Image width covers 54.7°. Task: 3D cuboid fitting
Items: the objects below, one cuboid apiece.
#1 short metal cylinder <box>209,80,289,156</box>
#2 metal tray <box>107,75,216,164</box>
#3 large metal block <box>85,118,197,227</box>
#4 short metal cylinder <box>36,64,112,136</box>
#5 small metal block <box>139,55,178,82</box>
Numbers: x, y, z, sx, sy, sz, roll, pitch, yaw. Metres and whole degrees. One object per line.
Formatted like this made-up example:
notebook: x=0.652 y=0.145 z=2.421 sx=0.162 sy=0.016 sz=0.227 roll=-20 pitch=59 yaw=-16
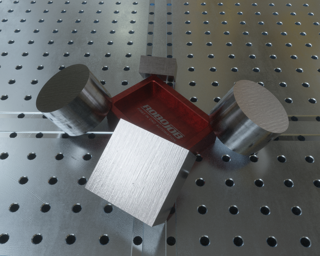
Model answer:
short metal cylinder: x=0.109 y=-0.013 z=0.383 sx=0.081 sy=0.050 sz=0.080 roll=18 pitch=47 yaw=-20
metal tray: x=0.000 y=-0.010 z=0.411 sx=0.091 sy=0.030 sz=0.130 roll=-34 pitch=58 yaw=-25
large metal block: x=-0.018 y=0.047 z=0.329 sx=0.080 sy=0.050 sz=0.080 roll=25 pitch=85 yaw=19
short metal cylinder: x=-0.110 y=-0.036 z=0.402 sx=0.080 sy=0.050 sz=0.080 roll=-17 pitch=48 yaw=19
small metal block: x=-0.001 y=-0.087 z=0.461 sx=0.050 sy=0.050 sz=0.025 roll=7 pitch=88 yaw=6
